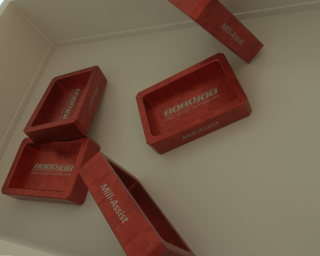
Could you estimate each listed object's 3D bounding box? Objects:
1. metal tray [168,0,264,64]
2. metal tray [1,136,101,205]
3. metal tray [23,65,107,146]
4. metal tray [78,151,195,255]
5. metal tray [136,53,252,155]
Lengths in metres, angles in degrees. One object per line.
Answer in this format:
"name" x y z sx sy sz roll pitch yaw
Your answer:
"metal tray" 0.064 -0.136 0.386 0.030 0.131 0.090 -52 49 18
"metal tray" -0.157 0.059 0.446 0.130 0.030 0.090 -2 61 26
"metal tray" -0.140 -0.037 0.474 0.090 0.030 0.130 -11 43 18
"metal tray" -0.024 0.089 0.320 0.030 0.090 0.130 -43 51 -1
"metal tray" 0.039 -0.032 0.400 0.130 0.030 0.090 -25 53 12
